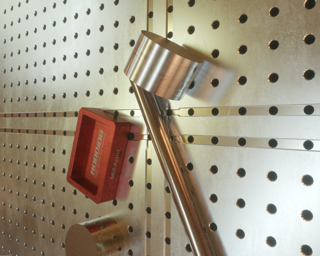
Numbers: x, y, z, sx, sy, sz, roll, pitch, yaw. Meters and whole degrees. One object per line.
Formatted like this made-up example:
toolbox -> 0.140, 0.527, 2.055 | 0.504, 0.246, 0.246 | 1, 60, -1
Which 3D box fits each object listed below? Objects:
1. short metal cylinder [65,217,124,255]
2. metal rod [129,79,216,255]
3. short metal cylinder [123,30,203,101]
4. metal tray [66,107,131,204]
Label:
short metal cylinder -> -0.101, 0.182, 0.477 | 0.080, 0.050, 0.079 | 0, 90, 40
metal rod -> 0.018, 0.059, 0.394 | 0.025, 0.025, 0.299 | -33, 70, 35
short metal cylinder -> 0.003, -0.075, 0.371 | 0.080, 0.081, 0.050 | 43, 116, 31
metal tray -> -0.100, 0.041, 0.488 | 0.090, 0.030, 0.129 | 23, 104, 37
